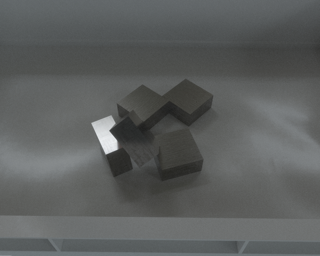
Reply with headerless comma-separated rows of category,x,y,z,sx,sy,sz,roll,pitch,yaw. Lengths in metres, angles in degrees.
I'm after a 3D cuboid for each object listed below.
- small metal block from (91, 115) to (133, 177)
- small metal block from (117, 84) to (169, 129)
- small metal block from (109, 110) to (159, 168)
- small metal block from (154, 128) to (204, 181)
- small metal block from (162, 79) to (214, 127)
small metal block,-0.057,0.022,0.369,0.025,0.050,0.050,-23,54,-14
small metal block,-0.023,-0.027,0.428,0.050,0.025,0.050,34,58,25
small metal block,-0.026,0.010,0.342,0.025,0.050,0.050,-37,98,7
small metal block,0.019,0.032,0.379,0.050,0.025,0.050,-13,51,-11
small metal block,0.038,-0.037,0.436,0.050,0.025,0.050,36,58,26
